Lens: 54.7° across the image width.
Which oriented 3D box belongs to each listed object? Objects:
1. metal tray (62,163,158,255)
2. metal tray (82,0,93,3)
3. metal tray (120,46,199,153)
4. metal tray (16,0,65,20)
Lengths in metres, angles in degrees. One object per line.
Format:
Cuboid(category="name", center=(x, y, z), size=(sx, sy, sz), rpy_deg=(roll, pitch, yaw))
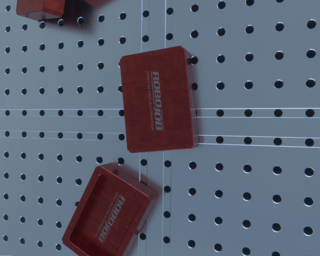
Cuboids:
Cuboid(category="metal tray", center=(-0.072, 0.126, 0.433), size=(0.090, 0.030, 0.129), rpy_deg=(29, 99, 17))
Cuboid(category="metal tray", center=(-0.076, -0.250, 0.436), size=(0.130, 0.030, 0.090), rpy_deg=(-24, 82, 18))
Cuboid(category="metal tray", center=(-0.001, -0.035, 0.410), size=(0.090, 0.030, 0.129), rpy_deg=(-6, 88, 19))
Cuboid(category="metal tray", center=(-0.168, -0.227, 0.448), size=(0.090, 0.030, 0.129), rpy_deg=(14, 97, 42))
